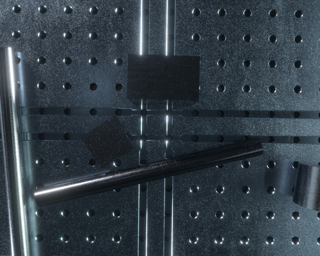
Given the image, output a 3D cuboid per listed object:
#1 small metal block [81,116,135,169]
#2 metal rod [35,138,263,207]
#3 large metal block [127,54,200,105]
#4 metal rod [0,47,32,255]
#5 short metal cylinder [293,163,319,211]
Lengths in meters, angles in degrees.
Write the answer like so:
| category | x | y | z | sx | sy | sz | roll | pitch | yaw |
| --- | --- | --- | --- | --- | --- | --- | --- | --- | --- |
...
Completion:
| category | x | y | z | sx | sy | sz | roll | pitch | yaw |
| --- | --- | --- | --- | --- | --- | --- | --- | --- | --- |
| small metal block | -0.068 | 0.019 | 0.413 | 0.050 | 0.025 | 0.050 | -32 | 90 | 0 |
| metal rod | -0.014 | 0.059 | 0.413 | 0.302 | 0.025 | 0.025 | -13 | 90 | 0 |
| large metal block | 0.004 | -0.057 | 0.386 | 0.081 | 0.080 | 0.050 | 2 | 90 | 0 |
| metal rod | -0.194 | 0.044 | 0.411 | 0.025 | 0.025 | 0.298 | -5 | 90 | 0 |
| short metal cylinder | 0.213 | 0.075 | 0.388 | 0.080 | 0.080 | 0.050 | 8 | 90 | 0 |
